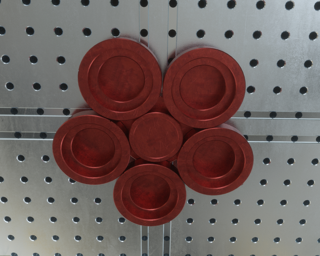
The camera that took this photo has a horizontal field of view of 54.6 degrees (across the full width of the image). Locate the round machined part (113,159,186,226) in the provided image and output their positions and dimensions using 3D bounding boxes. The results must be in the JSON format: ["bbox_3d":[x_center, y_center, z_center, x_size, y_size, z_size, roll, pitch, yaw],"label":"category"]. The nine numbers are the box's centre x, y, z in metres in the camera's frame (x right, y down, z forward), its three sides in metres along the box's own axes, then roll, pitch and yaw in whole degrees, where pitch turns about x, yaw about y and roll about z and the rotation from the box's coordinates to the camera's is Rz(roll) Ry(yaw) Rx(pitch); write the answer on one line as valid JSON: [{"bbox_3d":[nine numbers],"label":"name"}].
[{"bbox_3d":[-0.014,0.085,0.435,0.099,0.042,0.097,0,110,0],"label":"round machined part"}]

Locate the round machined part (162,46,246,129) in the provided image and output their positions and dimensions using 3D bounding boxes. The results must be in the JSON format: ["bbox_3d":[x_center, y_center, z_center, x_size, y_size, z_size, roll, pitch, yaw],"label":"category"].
[{"bbox_3d":[0.052,-0.052,0.385,0.099,0.042,0.097,0,110,0],"label":"round machined part"}]

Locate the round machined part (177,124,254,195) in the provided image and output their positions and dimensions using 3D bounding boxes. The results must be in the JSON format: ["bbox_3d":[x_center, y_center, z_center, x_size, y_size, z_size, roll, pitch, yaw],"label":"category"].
[{"bbox_3d":[0.071,0.038,0.419,0.099,0.042,0.097,0,110,0],"label":"round machined part"}]

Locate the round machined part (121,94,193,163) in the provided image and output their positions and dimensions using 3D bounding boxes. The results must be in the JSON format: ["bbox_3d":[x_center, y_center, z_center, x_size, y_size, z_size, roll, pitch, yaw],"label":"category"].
[{"bbox_3d":[-0.005,0.006,0.406,0.099,0.042,0.097,0,110,0],"label":"round machined part"}]

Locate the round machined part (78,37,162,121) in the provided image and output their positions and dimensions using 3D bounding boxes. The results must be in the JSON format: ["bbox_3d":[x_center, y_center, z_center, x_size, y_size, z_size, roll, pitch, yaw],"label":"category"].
[{"bbox_3d":[-0.047,-0.062,0.381,0.099,0.042,0.097,0,110,0],"label":"round machined part"}]

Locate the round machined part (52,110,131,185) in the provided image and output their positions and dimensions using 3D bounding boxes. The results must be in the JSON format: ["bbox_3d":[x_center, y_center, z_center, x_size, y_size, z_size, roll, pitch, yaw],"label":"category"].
[{"bbox_3d":[-0.087,0.023,0.411,0.099,0.042,0.097,0,110,0],"label":"round machined part"}]
